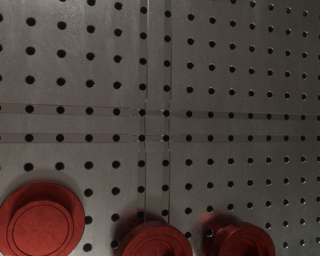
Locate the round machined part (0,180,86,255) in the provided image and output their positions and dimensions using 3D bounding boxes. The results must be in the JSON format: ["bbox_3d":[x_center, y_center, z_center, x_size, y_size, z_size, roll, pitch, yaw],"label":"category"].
[{"bbox_3d":[-0.135,0.111,0.354,0.099,0.042,0.097,0,90,-21],"label":"round machined part"}]

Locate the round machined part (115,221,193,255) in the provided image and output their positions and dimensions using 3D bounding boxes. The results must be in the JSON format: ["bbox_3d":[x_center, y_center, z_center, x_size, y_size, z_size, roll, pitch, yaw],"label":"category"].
[{"bbox_3d":[-0.011,0.169,0.401,0.099,0.042,0.097,0,90,-21],"label":"round machined part"}]

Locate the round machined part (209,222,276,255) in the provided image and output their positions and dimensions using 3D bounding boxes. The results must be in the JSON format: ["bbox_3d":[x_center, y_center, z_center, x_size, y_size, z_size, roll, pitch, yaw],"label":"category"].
[{"bbox_3d":[0.113,0.184,0.448,0.099,0.042,0.097,0,90,-20],"label":"round machined part"}]
